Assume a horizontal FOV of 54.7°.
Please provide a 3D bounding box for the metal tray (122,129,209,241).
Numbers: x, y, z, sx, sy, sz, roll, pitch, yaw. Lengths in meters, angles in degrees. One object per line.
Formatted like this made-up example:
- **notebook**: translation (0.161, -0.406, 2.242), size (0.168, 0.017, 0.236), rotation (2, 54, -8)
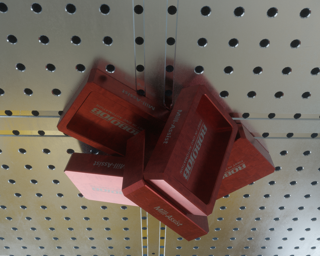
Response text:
- **metal tray**: translation (0.010, 0.073, 0.391), size (0.030, 0.090, 0.130), rotation (-31, 124, 23)

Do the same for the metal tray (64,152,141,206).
- **metal tray**: translation (-0.058, 0.077, 0.441), size (0.131, 0.030, 0.090), rotation (4, 143, 15)

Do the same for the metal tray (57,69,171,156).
- **metal tray**: translation (-0.053, -0.007, 0.402), size (0.131, 0.030, 0.090), rotation (29, 124, -23)

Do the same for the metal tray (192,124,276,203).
- **metal tray**: translation (0.089, 0.059, 0.458), size (0.130, 0.030, 0.090), rotation (-34, 123, 25)

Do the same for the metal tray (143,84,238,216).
- **metal tray**: translation (0.042, 0.024, 0.365), size (0.030, 0.130, 0.090), rotation (-9, 136, 45)
